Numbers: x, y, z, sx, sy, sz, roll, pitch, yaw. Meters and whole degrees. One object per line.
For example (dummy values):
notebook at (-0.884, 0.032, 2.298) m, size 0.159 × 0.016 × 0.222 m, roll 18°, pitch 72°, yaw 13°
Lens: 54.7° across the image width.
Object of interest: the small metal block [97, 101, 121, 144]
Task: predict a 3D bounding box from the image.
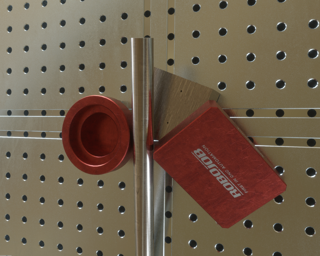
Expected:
small metal block at (-0.074, -0.007, 0.435) m, size 0.050 × 0.025 × 0.050 m, roll -23°, pitch 82°, yaw 18°

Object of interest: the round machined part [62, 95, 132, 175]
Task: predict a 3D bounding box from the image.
round machined part at (-0.072, 0.008, 0.396) m, size 0.098 × 0.042 × 0.097 m, roll 0°, pitch 91°, yaw 23°

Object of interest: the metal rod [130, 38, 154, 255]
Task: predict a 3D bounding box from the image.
metal rod at (-0.020, 0.046, 0.373) m, size 0.025 × 0.025 × 0.298 m, roll 6°, pitch 108°, yaw 20°

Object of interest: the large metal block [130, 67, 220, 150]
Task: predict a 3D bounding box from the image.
large metal block at (0.019, -0.023, 0.389) m, size 0.080 × 0.050 × 0.080 m, roll 24°, pitch 98°, yaw 18°

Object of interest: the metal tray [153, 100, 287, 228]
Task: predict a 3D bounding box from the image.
metal tray at (0.068, 0.044, 0.355) m, size 0.090 × 0.030 × 0.130 m, roll -40°, pitch 103°, yaw 16°
